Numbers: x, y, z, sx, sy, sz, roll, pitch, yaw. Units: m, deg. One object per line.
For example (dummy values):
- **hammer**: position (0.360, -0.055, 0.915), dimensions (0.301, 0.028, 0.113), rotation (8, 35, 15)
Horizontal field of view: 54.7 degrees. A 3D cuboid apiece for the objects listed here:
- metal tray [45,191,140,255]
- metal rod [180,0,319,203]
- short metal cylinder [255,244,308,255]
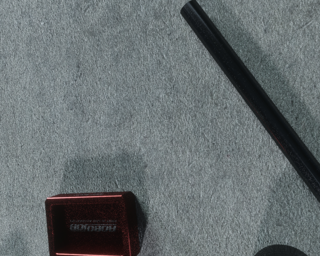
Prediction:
- **metal tray**: position (-0.097, 0.139, 0.440), dimensions (0.130, 0.030, 0.089), rotation (-6, 88, 19)
- **metal rod**: position (0.117, -0.031, 0.367), dimensions (0.025, 0.025, 0.299), rotation (-37, 79, 16)
- **short metal cylinder**: position (0.139, 0.179, 0.346), dimensions (0.080, 0.050, 0.079), rotation (0, 90, 20)
